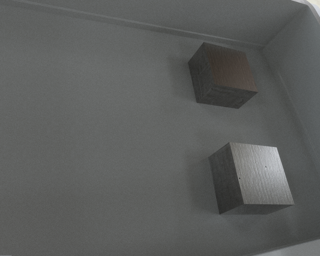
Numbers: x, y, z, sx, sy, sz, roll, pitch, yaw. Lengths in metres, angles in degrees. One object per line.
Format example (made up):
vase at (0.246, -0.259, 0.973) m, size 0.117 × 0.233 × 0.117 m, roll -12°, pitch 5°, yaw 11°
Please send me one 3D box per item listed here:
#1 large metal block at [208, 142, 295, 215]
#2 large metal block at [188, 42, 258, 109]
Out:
large metal block at (0.118, 0.069, 0.411) m, size 0.081 × 0.050 × 0.080 m, roll 7°, pitch 59°, yaw -25°
large metal block at (0.098, -0.082, 0.492) m, size 0.081 × 0.050 × 0.080 m, roll 6°, pitch 59°, yaw -25°
